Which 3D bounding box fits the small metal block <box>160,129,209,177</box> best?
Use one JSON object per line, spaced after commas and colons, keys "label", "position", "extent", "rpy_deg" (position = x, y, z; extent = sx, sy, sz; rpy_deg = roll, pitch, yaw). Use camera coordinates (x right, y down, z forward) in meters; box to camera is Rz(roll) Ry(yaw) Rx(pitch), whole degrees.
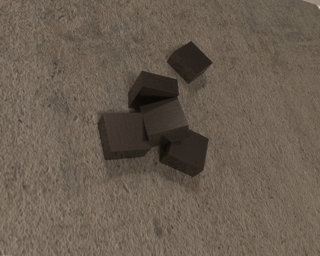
{"label": "small metal block", "position": [0.033, 0.029, 0.405], "extent": [0.050, 0.025, 0.050], "rpy_deg": [26, 53, -13]}

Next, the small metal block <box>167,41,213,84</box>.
{"label": "small metal block", "position": [0.048, -0.105, 0.496], "extent": [0.050, 0.025, 0.050], "rpy_deg": [47, 51, 4]}

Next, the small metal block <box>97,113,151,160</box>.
{"label": "small metal block", "position": [-0.044, 0.009, 0.376], "extent": [0.050, 0.025, 0.050], "rpy_deg": [-2, 63, -30]}

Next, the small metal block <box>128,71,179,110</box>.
{"label": "small metal block", "position": [-0.010, -0.046, 0.412], "extent": [0.050, 0.050, 0.025], "rpy_deg": [10, 57, -23]}

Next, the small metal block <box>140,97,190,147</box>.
{"label": "small metal block", "position": [0.006, -0.008, 0.392], "extent": [0.050, 0.025, 0.050], "rpy_deg": [-15, 50, -3]}
